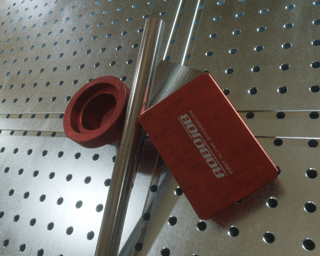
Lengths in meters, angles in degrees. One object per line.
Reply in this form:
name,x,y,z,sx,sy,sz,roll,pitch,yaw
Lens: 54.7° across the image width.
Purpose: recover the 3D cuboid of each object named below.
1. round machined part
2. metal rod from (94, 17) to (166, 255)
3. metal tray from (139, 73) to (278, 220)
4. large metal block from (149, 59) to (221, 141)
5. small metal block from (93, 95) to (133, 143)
round machined part,-0.075,-0.017,0.407,0.098,0.042,0.098,-15,55,23
metal rod,-0.034,0.015,0.362,0.025,0.025,0.299,6,80,31
metal tray,0.049,0.018,0.331,0.090,0.030,0.130,-34,76,6
large metal block,0.020,-0.033,0.398,0.080,0.050,0.080,25,75,36
small metal block,-0.069,-0.013,0.449,0.050,0.025,0.050,-20,54,16
